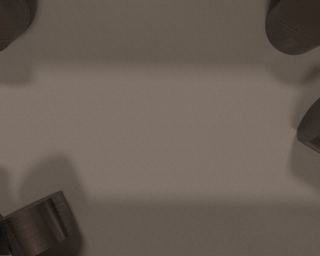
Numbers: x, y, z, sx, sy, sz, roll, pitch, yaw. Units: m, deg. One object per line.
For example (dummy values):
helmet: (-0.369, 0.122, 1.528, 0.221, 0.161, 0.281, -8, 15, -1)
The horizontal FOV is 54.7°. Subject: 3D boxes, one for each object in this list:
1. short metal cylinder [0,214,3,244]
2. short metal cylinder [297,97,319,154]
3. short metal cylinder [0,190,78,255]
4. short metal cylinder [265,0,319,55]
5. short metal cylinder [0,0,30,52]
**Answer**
short metal cylinder: (-0.244, 0.128, 0.379, 0.080, 0.050, 0.080, -4, 59, 6)
short metal cylinder: (0.220, -0.003, 0.387, 0.050, 0.080, 0.080, 32, 90, -1)
short metal cylinder: (-0.149, 0.118, 0.382, 0.080, 0.080, 0.050, -24, 90, 0)
short metal cylinder: (0.185, -0.140, 0.401, 0.081, 0.050, 0.079, 0, 90, -1)
short metal cylinder: (-0.209, -0.138, 0.377, 0.080, 0.050, 0.079, 3, 128, 3)
